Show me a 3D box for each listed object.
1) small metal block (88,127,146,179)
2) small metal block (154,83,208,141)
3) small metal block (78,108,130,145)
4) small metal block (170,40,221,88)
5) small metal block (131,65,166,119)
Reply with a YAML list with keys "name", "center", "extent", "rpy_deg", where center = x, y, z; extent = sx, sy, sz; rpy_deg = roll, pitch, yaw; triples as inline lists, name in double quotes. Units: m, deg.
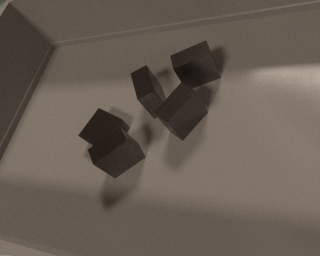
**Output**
- name: "small metal block"
  center: [-0.054, 0.033, 0.397]
  extent: [0.050, 0.050, 0.025]
  rpy_deg: [-35, 52, 5]
- name: "small metal block"
  center: [0.027, -0.019, 0.386]
  extent: [0.050, 0.050, 0.025]
  rpy_deg: [-48, 52, -6]
- name: "small metal block"
  center: [-0.080, 0.005, 0.443]
  extent: [0.050, 0.025, 0.050]
  rpy_deg: [25, 75, 36]
- name: "small metal block"
  center: [0.048, -0.082, 0.414]
  extent: [0.050, 0.050, 0.025]
  rpy_deg: [-20, 54, 16]
- name: "small metal block"
  center: [-0.013, -0.049, 0.425]
  extent: [0.025, 0.050, 0.050]
  rpy_deg: [-26, 53, 12]
